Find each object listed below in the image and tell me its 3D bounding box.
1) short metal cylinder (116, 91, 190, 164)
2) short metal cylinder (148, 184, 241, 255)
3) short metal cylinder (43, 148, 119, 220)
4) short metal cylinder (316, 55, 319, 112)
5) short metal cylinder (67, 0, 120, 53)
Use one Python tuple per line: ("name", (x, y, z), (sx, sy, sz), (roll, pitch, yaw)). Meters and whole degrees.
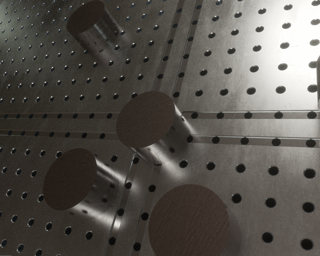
("short metal cylinder", (-0.008, 0.000, 0.395), (0.080, 0.050, 0.080), (-13, 56, 21))
("short metal cylinder", (0.036, 0.103, 0.310), (0.080, 0.050, 0.080), (-13, 56, 20))
("short metal cylinder", (-0.101, 0.073, 0.399), (0.080, 0.050, 0.080), (-13, 56, 21))
("short metal cylinder", (0.196, -0.045, 0.298), (0.080, 0.080, 0.050), (-2, 61, 27))
("short metal cylinder", (-0.122, -0.185, 0.568), (0.080, 0.050, 0.080), (-13, 56, 20))
